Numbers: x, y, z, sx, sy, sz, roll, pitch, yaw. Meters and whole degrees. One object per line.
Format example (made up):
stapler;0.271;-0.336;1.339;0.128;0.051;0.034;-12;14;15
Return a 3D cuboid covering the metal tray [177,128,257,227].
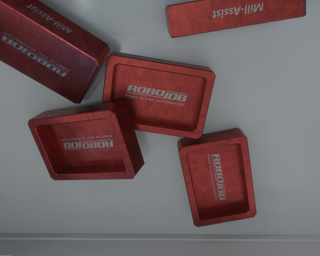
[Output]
metal tray;0.081;0.071;0.436;0.090;0.030;0.129;-11;110;3

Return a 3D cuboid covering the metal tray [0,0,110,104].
metal tray;-0.132;-0.091;0.348;0.130;0.030;0.090;31;143;-11

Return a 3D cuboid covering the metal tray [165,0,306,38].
metal tray;0.073;-0.125;0.331;0.131;0.090;0.030;-9;110;2

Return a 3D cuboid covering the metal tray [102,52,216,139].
metal tray;-0.004;-0.040;0.393;0.131;0.030;0.089;9;110;-4

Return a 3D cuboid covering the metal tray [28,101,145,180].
metal tray;-0.093;0.020;0.389;0.130;0.030;0.089;-5;112;24
